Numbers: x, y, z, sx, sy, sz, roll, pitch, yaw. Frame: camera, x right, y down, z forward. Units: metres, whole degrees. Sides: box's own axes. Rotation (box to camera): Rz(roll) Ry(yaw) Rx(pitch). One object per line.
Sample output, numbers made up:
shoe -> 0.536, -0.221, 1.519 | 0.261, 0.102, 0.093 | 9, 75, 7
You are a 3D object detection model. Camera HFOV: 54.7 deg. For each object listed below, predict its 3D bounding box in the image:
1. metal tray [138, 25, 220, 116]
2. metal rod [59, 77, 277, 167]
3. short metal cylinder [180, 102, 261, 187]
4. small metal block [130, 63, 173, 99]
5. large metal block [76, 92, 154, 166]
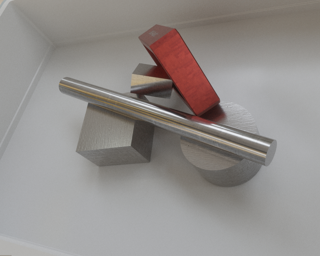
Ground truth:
metal tray -> 0.018, -0.073, 0.365 | 0.030, 0.090, 0.130 | -35, 22, 4
metal rod -> -0.018, -0.019, 0.358 | 0.300, 0.025, 0.025 | 20, 72, 35
short metal cylinder -> 0.069, 0.018, 0.340 | 0.080, 0.050, 0.080 | -13, 56, 20
small metal block -> -0.008, -0.062, 0.401 | 0.050, 0.025, 0.050 | 9, 27, 3
large metal block -> -0.056, 0.002, 0.415 | 0.080, 0.050, 0.080 | -7, 59, 24
